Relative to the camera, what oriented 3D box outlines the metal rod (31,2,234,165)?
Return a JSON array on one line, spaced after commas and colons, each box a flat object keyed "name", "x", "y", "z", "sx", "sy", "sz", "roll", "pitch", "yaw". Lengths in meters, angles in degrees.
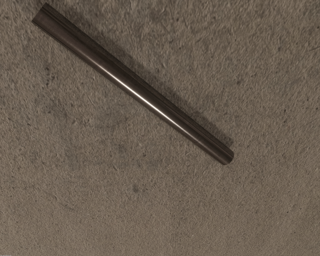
[{"name": "metal rod", "x": -0.012, "y": -0.036, "z": 0.376, "sx": 0.301, "sy": 0.025, "sz": 0.025, "roll": 36, "pitch": 121, "yaw": -27}]
